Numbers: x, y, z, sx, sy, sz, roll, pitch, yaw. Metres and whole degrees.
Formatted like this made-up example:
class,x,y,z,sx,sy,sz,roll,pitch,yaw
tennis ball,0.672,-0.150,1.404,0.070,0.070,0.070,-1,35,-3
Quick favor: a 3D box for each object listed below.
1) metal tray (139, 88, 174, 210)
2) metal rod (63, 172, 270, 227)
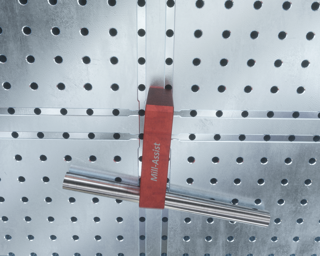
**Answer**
class,x,y,z,sx,sy,sz,roll,pitch,yaw
metal tray,-0.005,0.023,0.386,0.030,0.090,0.129,4,110,-1
metal rod,0.013,0.105,0.452,0.302,0.025,0.025,12,110,-5
